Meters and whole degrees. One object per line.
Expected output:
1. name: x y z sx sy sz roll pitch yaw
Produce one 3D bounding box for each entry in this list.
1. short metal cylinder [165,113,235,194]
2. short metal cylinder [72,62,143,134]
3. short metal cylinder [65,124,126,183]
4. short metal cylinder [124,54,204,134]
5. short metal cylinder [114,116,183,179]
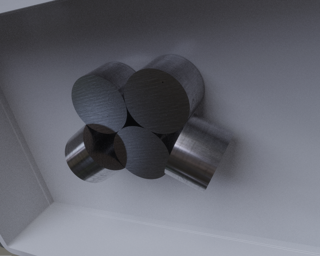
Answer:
1. short metal cylinder: 0.047 0.029 0.364 0.050 0.080 0.079 26 128 12
2. short metal cylinder: -0.065 -0.039 0.401 0.080 0.050 0.079 13 124 21
3. short metal cylinder: -0.084 0.031 0.435 0.050 0.080 0.080 -34 99 38
4. short metal cylinder: 0.006 -0.040 0.363 0.080 0.050 0.079 13 124 21
5. short metal cylinder: -0.013 0.021 0.410 0.080 0.050 0.079 13 124 21
